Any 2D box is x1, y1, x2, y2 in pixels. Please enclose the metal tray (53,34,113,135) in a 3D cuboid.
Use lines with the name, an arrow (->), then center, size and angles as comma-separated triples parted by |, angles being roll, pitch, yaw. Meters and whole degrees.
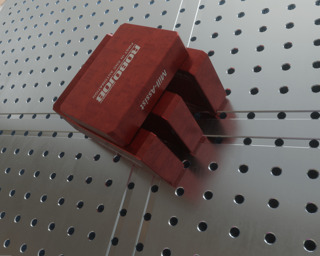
metal tray -> -0.087, -0.057, 0.445 | 0.030, 0.090, 0.130 | 29, 76, 15

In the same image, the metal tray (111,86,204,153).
metal tray -> -0.018, -0.021, 0.389 | 0.130, 0.090, 0.030 | 22, 73, 35

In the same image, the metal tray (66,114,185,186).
metal tray -> -0.043, 0.017, 0.379 | 0.130, 0.090, 0.030 | 23, 75, 36

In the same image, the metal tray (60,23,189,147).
metal tray -> -0.040, -0.053, 0.343 | 0.090, 0.030, 0.130 | 23, 74, 36

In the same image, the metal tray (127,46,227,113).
metal tray -> 0.013, -0.070, 0.402 | 0.130, 0.090, 0.030 | 23, 75, 36
